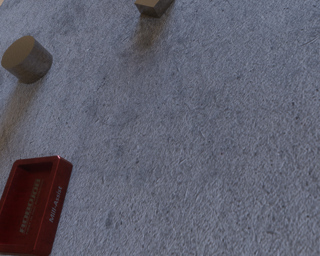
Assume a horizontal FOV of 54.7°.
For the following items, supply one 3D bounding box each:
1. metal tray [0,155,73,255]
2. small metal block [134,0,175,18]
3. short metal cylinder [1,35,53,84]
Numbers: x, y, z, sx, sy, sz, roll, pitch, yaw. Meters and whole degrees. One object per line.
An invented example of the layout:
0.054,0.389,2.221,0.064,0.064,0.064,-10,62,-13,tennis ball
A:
-0.179,0.106,0.429,0.090,0.030,0.130,-7,58,24,metal tray
-0.008,-0.225,0.547,0.050,0.025,0.050,29,78,37,small metal block
-0.259,-0.133,0.606,0.080,0.050,0.080,-13,56,21,short metal cylinder
